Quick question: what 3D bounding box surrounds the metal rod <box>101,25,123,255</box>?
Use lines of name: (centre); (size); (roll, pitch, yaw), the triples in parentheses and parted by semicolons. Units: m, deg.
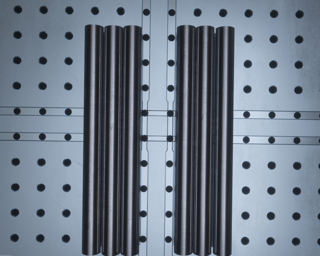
metal rod: (-0.063, 0.017, 0.412); (0.025, 0.025, 0.298); (1, 90, 0)

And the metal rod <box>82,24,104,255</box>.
metal rod: (-0.089, 0.015, 0.412); (0.025, 0.025, 0.298); (1, 90, 0)

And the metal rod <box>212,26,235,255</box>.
metal rod: (0.085, 0.017, 0.413); (0.025, 0.025, 0.298); (1, 90, 0)

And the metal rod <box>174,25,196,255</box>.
metal rod: (0.033, 0.016, 0.413); (0.025, 0.025, 0.298); (1, 90, 0)

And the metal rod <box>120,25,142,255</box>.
metal rod: (-0.038, 0.016, 0.413); (0.025, 0.025, 0.298); (1, 90, 0)

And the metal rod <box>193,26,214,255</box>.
metal rod: (0.058, 0.017, 0.413); (0.025, 0.025, 0.298); (1, 90, 0)
